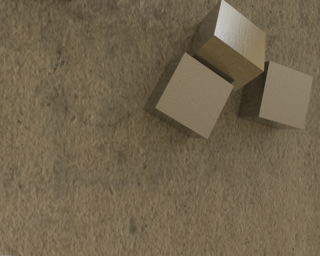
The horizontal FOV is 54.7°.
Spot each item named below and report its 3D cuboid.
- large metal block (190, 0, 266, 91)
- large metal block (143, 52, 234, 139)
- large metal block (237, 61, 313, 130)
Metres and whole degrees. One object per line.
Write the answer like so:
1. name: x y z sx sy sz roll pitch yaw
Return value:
1. large metal block: 0.092 -0.110 0.414 0.080 0.050 0.080 30 52 -18
2. large metal block: 0.037 -0.040 0.411 0.080 0.050 0.080 31 80 -18
3. large metal block: 0.171 -0.045 0.461 0.081 0.050 0.080 14 85 -20
